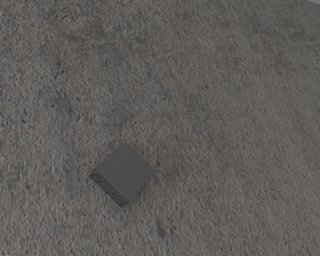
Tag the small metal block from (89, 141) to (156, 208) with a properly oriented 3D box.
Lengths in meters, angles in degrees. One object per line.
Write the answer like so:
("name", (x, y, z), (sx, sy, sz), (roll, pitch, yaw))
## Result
("small metal block", (-0.041, 0.052, 0.350), (0.050, 0.025, 0.050), (45, 51, 3))
